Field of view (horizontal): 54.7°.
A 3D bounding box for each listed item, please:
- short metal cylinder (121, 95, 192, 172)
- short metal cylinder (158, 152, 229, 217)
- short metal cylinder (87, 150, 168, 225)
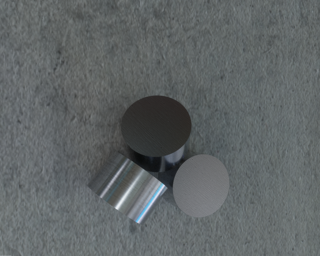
[{"bbox_3d":[-0.004,0.008,0.376,0.081,0.050,0.080,-1,62,1],"label":"short metal cylinder"},{"bbox_3d":[0.044,0.072,0.412,0.081,0.050,0.079,-1,92,-21],"label":"short metal cylinder"},{"bbox_3d":[-0.038,0.070,0.367,0.080,0.080,0.050,39,78,-16],"label":"short metal cylinder"}]
